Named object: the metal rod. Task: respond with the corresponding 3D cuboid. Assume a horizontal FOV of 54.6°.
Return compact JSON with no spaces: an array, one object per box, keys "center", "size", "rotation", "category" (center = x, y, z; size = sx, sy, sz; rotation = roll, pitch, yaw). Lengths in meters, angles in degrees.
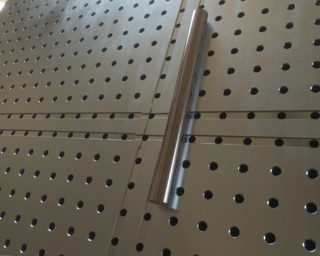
[{"center":[0.031,-0.045,0.420],"size":[0.025,0.025,0.300],"rotation":[-1,61,28],"category":"metal rod"}]
